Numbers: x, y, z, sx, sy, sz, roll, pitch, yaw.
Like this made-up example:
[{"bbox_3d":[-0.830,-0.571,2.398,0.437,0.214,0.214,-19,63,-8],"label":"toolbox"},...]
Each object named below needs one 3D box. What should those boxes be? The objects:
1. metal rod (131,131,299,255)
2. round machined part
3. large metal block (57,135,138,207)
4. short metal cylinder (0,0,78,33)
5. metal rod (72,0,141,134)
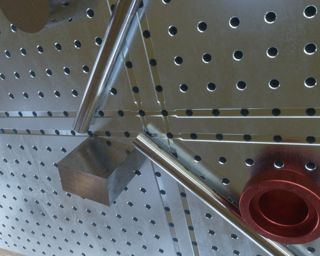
[{"bbox_3d":[0.085,0.107,0.431,0.300,0.025,0.025,38,129,1],"label":"metal rod"},{"bbox_3d":[0.151,0.090,0.376,0.098,0.042,0.097,13,124,20],"label":"round machined part"},{"bbox_3d":[-0.089,0.060,0.457,0.080,0.080,0.050,13,124,20],"label":"large metal block"},{"bbox_3d":[-0.148,-0.160,0.372,0.080,0.050,0.079,13,124,20],"label":"short metal cylinder"},{"bbox_3d":[-0.059,-0.100,0.379,0.025,0.025,0.298,35,129,4],"label":"metal rod"}]
